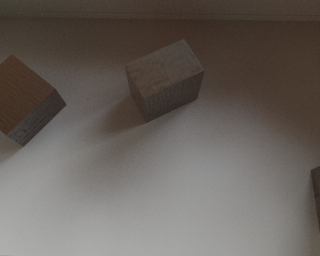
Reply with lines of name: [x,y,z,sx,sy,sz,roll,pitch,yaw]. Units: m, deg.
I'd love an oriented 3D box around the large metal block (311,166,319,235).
large metal block: [0.236,0.085,0.367,0.080,0.050,0.080,1,70,0]

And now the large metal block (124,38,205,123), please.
large metal block: [0.005,-0.058,0.401,0.080,0.080,0.050,-26,72,-9]

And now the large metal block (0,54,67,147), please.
large metal block: [-0.187,-0.036,0.408,0.080,0.050,0.080,38,74,12]
